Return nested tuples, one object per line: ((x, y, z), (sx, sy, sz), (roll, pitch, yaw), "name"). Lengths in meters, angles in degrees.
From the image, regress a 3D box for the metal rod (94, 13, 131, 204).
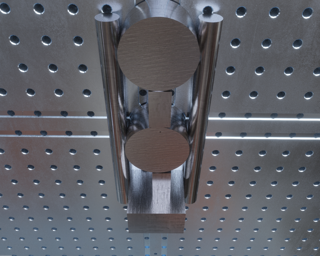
((-0.056, 0.001, 0.410), (0.025, 0.025, 0.298), (0, 130, -1), "metal rod")

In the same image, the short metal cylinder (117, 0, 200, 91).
((-0.001, -0.085, 0.322), (0.081, 0.050, 0.079), (0, 130, 0), "short metal cylinder")

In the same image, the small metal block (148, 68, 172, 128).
((0.000, -0.036, 0.363), (0.025, 0.050, 0.050), (1, 130, -1), "small metal block")

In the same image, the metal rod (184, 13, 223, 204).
((0.050, 0.001, 0.412), (0.025, 0.025, 0.298), (0, 130, -1), "metal rod")

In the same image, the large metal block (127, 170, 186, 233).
((-0.005, 0.110, 0.469), (0.081, 0.080, 0.050), (1, 130, -1), "large metal block")

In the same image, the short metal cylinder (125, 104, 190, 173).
((-0.003, 0.013, 0.406), (0.081, 0.050, 0.079), (0, 130, 0), "short metal cylinder")

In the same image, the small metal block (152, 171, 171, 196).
((0.002, 0.063, 0.448), (0.025, 0.050, 0.050), (0, 130, 0), "small metal block")
